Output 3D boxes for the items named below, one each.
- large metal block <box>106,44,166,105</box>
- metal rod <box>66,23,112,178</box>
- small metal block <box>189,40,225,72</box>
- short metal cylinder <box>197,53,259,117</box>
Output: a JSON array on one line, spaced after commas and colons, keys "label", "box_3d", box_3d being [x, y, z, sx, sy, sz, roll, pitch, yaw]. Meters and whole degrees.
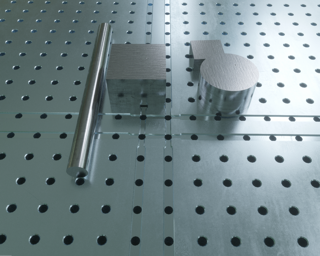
[{"label": "large metal block", "box_3d": [-0.032, -0.080, 0.458, 0.081, 0.050, 0.080, 0, 50, 0]}, {"label": "metal rod", "box_3d": [-0.097, -0.063, 0.459, 0.025, 0.025, 0.300, 0, 50, 0]}, {"label": "small metal block", "box_3d": [0.077, -0.119, 0.509, 0.050, 0.025, 0.050, -2, 50, -3]}, {"label": "short metal cylinder", "box_3d": [0.096, -0.063, 0.445, 0.081, 0.050, 0.080, 0, 50, 0]}]
